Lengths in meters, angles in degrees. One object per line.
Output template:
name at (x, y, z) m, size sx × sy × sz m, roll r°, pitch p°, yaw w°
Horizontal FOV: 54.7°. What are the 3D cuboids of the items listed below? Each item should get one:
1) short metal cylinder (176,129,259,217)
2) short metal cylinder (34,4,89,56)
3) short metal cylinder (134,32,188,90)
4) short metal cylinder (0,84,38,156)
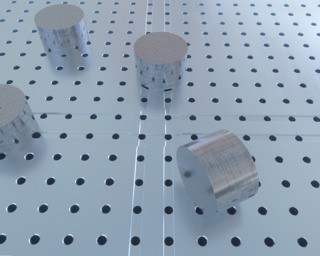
short metal cylinder at (0.059, 0.047, 0.333) m, size 0.050 × 0.080 × 0.080 m, roll -21°, pitch 54°, yaw -17°
short metal cylinder at (-0.167, -0.169, 0.532) m, size 0.081 × 0.050 × 0.080 m, roll 0°, pitch 50°, yaw 0°
short metal cylinder at (0.001, -0.105, 0.479) m, size 0.081 × 0.050 × 0.080 m, roll 0°, pitch 50°, yaw 0°
short metal cylinder at (-0.207, -0.011, 0.398) m, size 0.081 × 0.050 × 0.080 m, roll 0°, pitch 50°, yaw 0°
